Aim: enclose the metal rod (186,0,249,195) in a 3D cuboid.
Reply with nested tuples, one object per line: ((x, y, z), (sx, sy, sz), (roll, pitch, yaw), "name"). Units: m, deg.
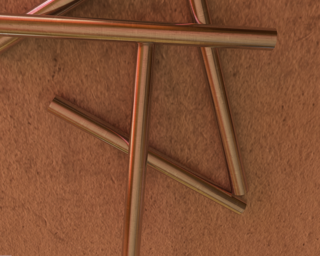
((0.074, -0.045, 0.394), (0.025, 0.025, 0.298), (-15, 110, 5), "metal rod")

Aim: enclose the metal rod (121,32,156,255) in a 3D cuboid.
((-0.028, 0.033, 0.394), (0.025, 0.025, 0.298), (4, 100, -2), "metal rod")

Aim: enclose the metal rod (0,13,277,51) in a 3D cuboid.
((-0.024, -0.106, 0.342), (0.302, 0.025, 0.025), (3, 110, -2), "metal rod")

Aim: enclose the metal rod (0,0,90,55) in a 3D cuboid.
((-0.083, -0.158, 0.350), (0.301, 0.025, 0.025), (-27, 108, 9), "metal rod")

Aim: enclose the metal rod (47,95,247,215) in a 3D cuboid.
((-0.009, 0.042, 0.425), (0.301, 0.025, 0.025), (30, 107, -11), "metal rod")
